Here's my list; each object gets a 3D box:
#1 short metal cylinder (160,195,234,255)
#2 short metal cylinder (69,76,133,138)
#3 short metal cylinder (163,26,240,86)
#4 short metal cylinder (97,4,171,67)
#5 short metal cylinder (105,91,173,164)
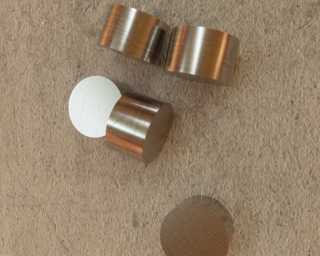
[{"bbox_3d":[0.046,0.127,0.379,0.080,0.050,0.080,0,90,20],"label":"short metal cylinder"},{"bbox_3d":[-0.075,-0.028,0.422,0.080,0.050,0.080,0,90,20],"label":"short metal cylinder"},{"bbox_3d":[0.048,-0.082,0.363,0.080,0.080,0.050,14,95,19],"label":"short metal cylinder"},{"bbox_3d":[-0.032,-0.115,0.391,0.080,0.080,0.050,23,98,18],"label":"short metal cylinder"},{"bbox_3d":[-0.024,-0.001,0.388,0.050,0.080,0.080,20,97,19],"label":"short metal cylinder"}]
